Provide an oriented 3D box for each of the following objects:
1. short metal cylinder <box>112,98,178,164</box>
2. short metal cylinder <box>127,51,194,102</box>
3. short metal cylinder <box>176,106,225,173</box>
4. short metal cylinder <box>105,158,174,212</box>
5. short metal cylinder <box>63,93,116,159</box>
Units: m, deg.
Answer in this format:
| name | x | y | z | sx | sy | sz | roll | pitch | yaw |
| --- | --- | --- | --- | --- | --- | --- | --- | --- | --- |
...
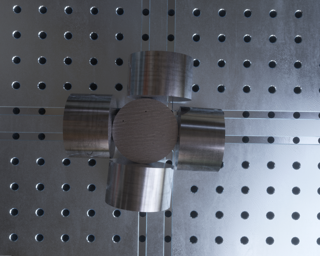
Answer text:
| name | x | y | z | sx | sy | sz | roll | pitch | yaw |
| --- | --- | --- | --- | --- | --- | --- | --- | --- | --- |
| short metal cylinder | -0.018 | 0.004 | 0.401 | 0.081 | 0.050 | 0.080 | 0 | 90 | -2 |
| short metal cylinder | 0.000 | -0.061 | 0.385 | 0.081 | 0.080 | 0.050 | 3 | 90 | 0 |
| short metal cylinder | 0.047 | 0.014 | 0.386 | 0.050 | 0.080 | 0.080 | 4 | 90 | 0 |
| short metal cylinder | -0.025 | 0.068 | 0.384 | 0.080 | 0.080 | 0.050 | 6 | 90 | 0 |
| short metal cylinder | -0.084 | -0.003 | 0.385 | 0.050 | 0.080 | 0.079 | 2 | 90 | -1 |
